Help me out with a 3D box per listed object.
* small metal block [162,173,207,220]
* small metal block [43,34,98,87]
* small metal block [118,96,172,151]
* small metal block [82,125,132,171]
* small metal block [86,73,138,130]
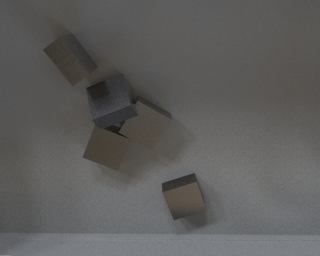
[{"bbox_3d":[0.035,0.099,0.448,0.050,0.025,0.050,-19,109,6],"label":"small metal block"},{"bbox_3d":[-0.103,-0.082,0.367,0.025,0.050,0.050,-33,107,11],"label":"small metal block"},{"bbox_3d":[-0.019,-0.006,0.409,0.050,0.025,0.050,29,107,-11],"label":"small metal block"},{"bbox_3d":[-0.070,0.023,0.419,0.050,0.025,0.050,22,109,-8],"label":"small metal block"},{"bbox_3d":[-0.060,-0.033,0.383,0.050,0.050,0.025,-20,149,7],"label":"small metal block"}]
